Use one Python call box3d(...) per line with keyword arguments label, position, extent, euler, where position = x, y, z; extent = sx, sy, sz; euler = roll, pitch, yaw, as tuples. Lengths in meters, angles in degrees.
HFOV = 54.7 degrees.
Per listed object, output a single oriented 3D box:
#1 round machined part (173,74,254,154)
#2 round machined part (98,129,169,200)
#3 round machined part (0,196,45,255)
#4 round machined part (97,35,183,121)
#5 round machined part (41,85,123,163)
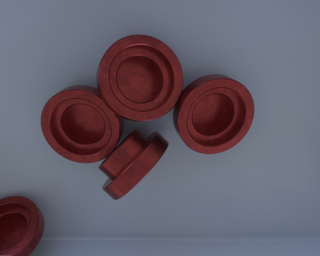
box3d(label="round machined part", position=(0.063, -0.020, 0.388), extent=(0.099, 0.042, 0.097), euler=(-6, 114, -13))
box3d(label="round machined part", position=(-0.038, 0.039, 0.387), extent=(0.042, 0.098, 0.098), euler=(44, 104, -6))
box3d(label="round machined part", position=(-0.209, 0.148, 0.430), extent=(0.099, 0.098, 0.042), euler=(-7, 136, 2))
box3d(label="round machined part", position=(-0.026, -0.057, 0.368), extent=(0.099, 0.042, 0.097), euler=(0, 90, -19))
box3d(label="round machined part", position=(-0.095, -0.008, 0.395), extent=(0.099, 0.042, 0.097), euler=(2, 113, 5))
